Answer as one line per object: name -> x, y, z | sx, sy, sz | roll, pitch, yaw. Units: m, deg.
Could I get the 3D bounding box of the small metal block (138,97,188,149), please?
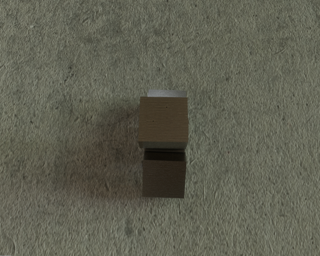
small metal block -> 0.004, -0.005, 0.332 | 0.050, 0.025, 0.050 | 1, 70, 0

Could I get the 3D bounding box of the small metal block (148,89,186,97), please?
small metal block -> 0.009, -0.027, 0.407 | 0.050, 0.025, 0.050 | 2, 34, 1

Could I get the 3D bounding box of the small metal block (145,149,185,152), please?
small metal block -> 0.006, 0.020, 0.403 | 0.050, 0.025, 0.050 | 2, 70, 0

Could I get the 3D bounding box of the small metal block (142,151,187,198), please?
small metal block -> 0.005, 0.056, 0.375 | 0.050, 0.025, 0.050 | 2, 111, 0

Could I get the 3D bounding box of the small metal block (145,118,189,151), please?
small metal block -> 0.006, 0.008, 0.366 | 0.050, 0.050, 0.025 | 2, 70, 0
